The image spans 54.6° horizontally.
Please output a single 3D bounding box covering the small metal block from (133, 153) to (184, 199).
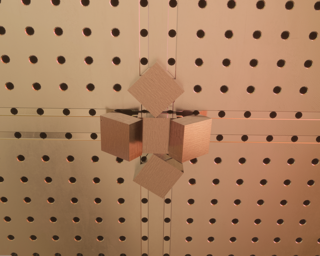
[{"bbox_3d":[-0.002,0.063,0.436,0.050,0.025,0.050,33,107,-10],"label":"small metal block"}]

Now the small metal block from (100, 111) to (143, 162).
[{"bbox_3d":[-0.050,0.010,0.403,0.050,0.025,0.050,17,115,33],"label":"small metal block"}]

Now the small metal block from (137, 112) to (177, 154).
[{"bbox_3d":[-0.004,0.006,0.415,0.050,0.025,0.050,1,109,-1],"label":"small metal block"}]

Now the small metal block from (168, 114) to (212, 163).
[{"bbox_3d":[0.039,0.012,0.403,0.050,0.025,0.050,-14,116,-39],"label":"small metal block"}]

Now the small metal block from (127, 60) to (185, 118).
[{"bbox_3d":[-0.005,-0.050,0.395,0.050,0.025,0.050,-42,104,13],"label":"small metal block"}]
